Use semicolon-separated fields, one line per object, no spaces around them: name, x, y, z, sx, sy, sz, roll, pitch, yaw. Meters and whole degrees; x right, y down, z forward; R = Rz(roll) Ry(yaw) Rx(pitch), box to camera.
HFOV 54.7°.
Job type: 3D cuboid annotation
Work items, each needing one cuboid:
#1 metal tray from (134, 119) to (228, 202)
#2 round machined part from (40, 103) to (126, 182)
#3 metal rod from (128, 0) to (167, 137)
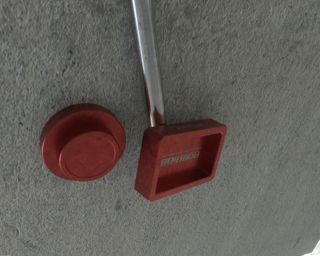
metal tray;0.031;0.039;0.417;0.131;0.030;0.089;-8;117;-42
round machined part;-0.086;0.024;0.364;0.099;0.042;0.097;-14;124;-21
metal rod;-0.011;-0.059;0.364;0.025;0.025;0.298;-20;126;-17
